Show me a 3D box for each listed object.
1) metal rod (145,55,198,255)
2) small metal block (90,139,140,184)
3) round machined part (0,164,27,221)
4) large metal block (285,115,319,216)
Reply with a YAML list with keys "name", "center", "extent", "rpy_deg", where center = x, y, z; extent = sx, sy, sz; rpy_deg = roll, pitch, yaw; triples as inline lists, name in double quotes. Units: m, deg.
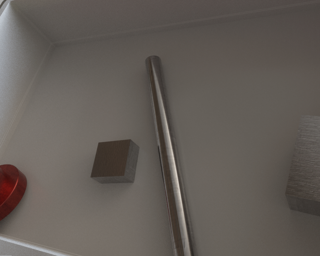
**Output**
- name: "metal rod"
  center: [0.009, 0.021, 0.386]
  extent: [0.025, 0.025, 0.299]
  rpy_deg: [-20, 54, 16]
- name: "small metal block"
  center: [-0.058, 0.045, 0.407]
  extent: [0.050, 0.025, 0.050]
  rpy_deg: [-7, 59, 24]
- name: "round machined part"
  center: [-0.252, 0.092, 0.454]
  extent: [0.098, 0.042, 0.098]
  rpy_deg: [-14, 42, 14]
- name: "large metal block"
  center: [0.165, 0.038, 0.279]
  extent: [0.080, 0.050, 0.080]
  rpy_deg: [8, 65, 31]
